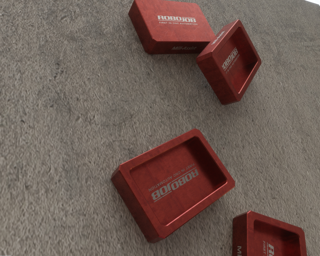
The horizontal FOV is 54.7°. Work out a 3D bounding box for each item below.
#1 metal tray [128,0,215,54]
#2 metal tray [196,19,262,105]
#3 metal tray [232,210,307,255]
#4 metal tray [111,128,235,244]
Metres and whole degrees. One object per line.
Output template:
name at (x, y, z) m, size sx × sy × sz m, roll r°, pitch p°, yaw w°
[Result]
metal tray at (0.023, -0.168, 0.515) m, size 0.131 × 0.030 × 0.090 m, roll -10°, pitch 67°, yaw -32°
metal tray at (0.118, -0.110, 0.508) m, size 0.090 × 0.030 × 0.131 m, roll 55°, pitch 48°, yaw -19°
metal tray at (0.131, 0.174, 0.364) m, size 0.091 × 0.030 × 0.130 m, roll 22°, pitch 54°, yaw -15°
metal tray at (0.019, 0.063, 0.372) m, size 0.131 × 0.030 × 0.090 m, roll -24°, pitch 75°, yaw -36°
